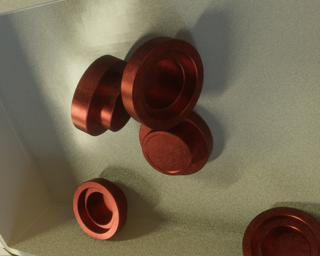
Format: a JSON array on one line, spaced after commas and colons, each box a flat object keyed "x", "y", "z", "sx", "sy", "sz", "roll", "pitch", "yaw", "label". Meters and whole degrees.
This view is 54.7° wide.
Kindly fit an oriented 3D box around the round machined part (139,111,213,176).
[{"x": 0.016, "y": 0.023, "z": 0.404, "sx": 0.098, "sy": 0.042, "sz": 0.097, "roll": 13, "pitch": 124, "yaw": 21, "label": "round machined part"}]

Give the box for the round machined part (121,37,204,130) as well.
[{"x": -0.001, "y": -0.050, "z": 0.339, "sx": 0.042, "sy": 0.099, "sz": 0.097, "roll": 29, "pitch": 133, "yaw": 44, "label": "round machined part"}]

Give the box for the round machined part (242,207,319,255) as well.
[{"x": 0.155, "y": 0.151, "z": 0.379, "sx": 0.098, "sy": 0.098, "sz": 0.042, "roll": -8, "pitch": 138, "yaw": 31, "label": "round machined part"}]

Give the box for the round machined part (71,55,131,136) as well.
[{"x": -0.058, "y": -0.034, "z": 0.372, "sx": 0.042, "sy": 0.098, "sz": 0.097, "roll": 25, "pitch": 127, "yaw": 13, "label": "round machined part"}]

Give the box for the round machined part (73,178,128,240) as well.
[{"x": -0.093, "y": 0.130, "z": 0.514, "sx": 0.098, "sy": 0.042, "sz": 0.097, "roll": 5, "pitch": 100, "yaw": 30, "label": "round machined part"}]
